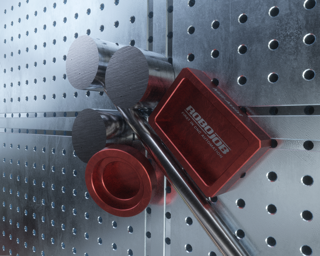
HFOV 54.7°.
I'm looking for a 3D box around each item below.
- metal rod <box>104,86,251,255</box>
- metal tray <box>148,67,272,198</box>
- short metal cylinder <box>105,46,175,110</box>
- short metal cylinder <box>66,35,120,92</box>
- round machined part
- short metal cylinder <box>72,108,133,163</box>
[{"bbox_3d":[0.008,0.043,0.403,0.300,0.025,0.025,52,120,27],"label":"metal rod"},{"bbox_3d":[0.051,0.003,0.363,0.130,0.030,0.090,51,120,27],"label":"metal tray"},{"bbox_3d":[-0.028,-0.065,0.415,0.080,0.050,0.080,0,90,40],"label":"short metal cylinder"},{"bbox_3d":[-0.100,-0.097,0.476,0.080,0.050,0.080,0,90,40],"label":"short metal cylinder"},{"bbox_3d":[-0.049,0.068,0.425,0.098,0.042,0.097,6,107,19],"label":"round machined part"},{"bbox_3d":[-0.087,0.011,0.465,0.080,0.050,0.080,0,90,40],"label":"short metal cylinder"}]
